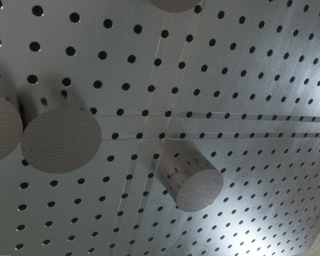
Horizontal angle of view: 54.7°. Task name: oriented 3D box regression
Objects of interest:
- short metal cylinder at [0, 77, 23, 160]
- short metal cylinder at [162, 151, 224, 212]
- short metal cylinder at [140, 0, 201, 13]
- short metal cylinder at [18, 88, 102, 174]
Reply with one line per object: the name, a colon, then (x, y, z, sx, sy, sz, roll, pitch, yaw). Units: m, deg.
short metal cylinder: (-0.176, -0.010, 0.293, 0.081, 0.050, 0.079, -14, 125, -21)
short metal cylinder: (0.049, 0.082, 0.475, 0.081, 0.050, 0.079, -14, 124, -21)
short metal cylinder: (0.007, -0.159, 0.302, 0.081, 0.050, 0.079, -14, 125, -21)
short metal cylinder: (-0.110, 0.003, 0.337, 0.081, 0.050, 0.079, -14, 125, -21)
